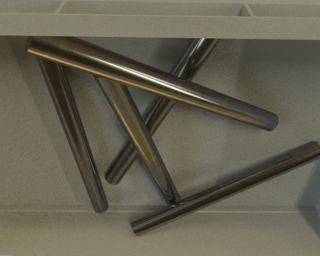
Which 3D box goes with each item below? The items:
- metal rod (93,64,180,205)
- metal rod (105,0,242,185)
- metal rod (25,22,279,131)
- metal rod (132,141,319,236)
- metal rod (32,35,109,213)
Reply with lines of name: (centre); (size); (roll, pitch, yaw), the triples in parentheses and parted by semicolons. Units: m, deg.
metal rod: (-0.014, 0.036, 0.409); (0.025, 0.025, 0.299); (-12, 139, 10)
metal rod: (-0.001, -0.024, 0.388); (0.025, 0.025, 0.298); (22, 127, -18)
metal rod: (0.022, -0.039, 0.322); (0.302, 0.025, 0.025); (14, 131, -33)
metal rod: (0.093, 0.095, 0.465); (0.300, 0.025, 0.025); (-26, 126, 11)
metal rod: (-0.112, 0.019, 0.424); (0.025, 0.025, 0.298); (-4, 130, 3)
